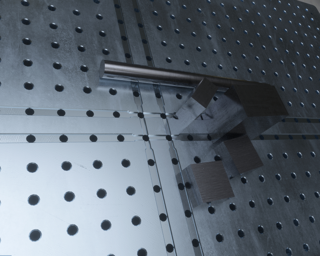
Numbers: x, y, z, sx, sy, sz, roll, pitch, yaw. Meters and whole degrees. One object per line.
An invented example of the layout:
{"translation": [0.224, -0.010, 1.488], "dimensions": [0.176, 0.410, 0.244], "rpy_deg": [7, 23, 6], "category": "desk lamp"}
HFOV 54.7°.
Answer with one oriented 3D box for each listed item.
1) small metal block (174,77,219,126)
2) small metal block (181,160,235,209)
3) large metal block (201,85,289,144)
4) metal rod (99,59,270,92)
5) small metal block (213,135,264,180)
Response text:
{"translation": [0.052, -0.038, 0.445], "dimensions": [0.025, 0.050, 0.050], "rpy_deg": [38, 51, -3], "category": "small metal block"}
{"translation": [0.061, 0.072, 0.399], "dimensions": [0.050, 0.025, 0.050], "rpy_deg": [-3, 63, -30], "category": "small metal block"}
{"translation": [0.122, -0.019, 0.453], "dimensions": [0.081, 0.080, 0.050], "rpy_deg": [-3, 64, -30], "category": "large metal block"}
{"translation": [0.056, -0.074, 0.485], "dimensions": [0.303, 0.025, 0.025], "rpy_deg": [2, 61, -27], "category": "metal rod"}
{"translation": [0.113, 0.042, 0.446], "dimensions": [0.050, 0.025, 0.050], "rpy_deg": [-11, 68, -33], "category": "small metal block"}
